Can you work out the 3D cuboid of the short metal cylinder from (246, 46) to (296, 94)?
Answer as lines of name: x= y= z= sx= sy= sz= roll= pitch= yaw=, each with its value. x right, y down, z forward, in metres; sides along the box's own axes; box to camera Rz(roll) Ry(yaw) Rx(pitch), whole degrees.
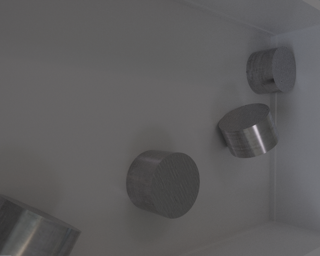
short metal cylinder: x=0.200 y=-0.102 z=0.558 sx=0.081 sy=0.050 sz=0.080 roll=0 pitch=90 yaw=-40

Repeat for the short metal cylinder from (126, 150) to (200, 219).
short metal cylinder: x=0.005 y=0.069 z=0.394 sx=0.081 sy=0.050 sz=0.080 roll=0 pitch=90 yaw=-40

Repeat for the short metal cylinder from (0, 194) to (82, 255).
short metal cylinder: x=-0.118 y=0.098 z=0.272 sx=0.080 sy=0.080 sz=0.050 roll=39 pitch=66 yaw=-33

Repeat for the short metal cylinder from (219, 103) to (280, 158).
short metal cylinder: x=0.140 y=0.003 z=0.488 sx=0.080 sy=0.080 sz=0.050 roll=-42 pitch=116 yaw=-32
